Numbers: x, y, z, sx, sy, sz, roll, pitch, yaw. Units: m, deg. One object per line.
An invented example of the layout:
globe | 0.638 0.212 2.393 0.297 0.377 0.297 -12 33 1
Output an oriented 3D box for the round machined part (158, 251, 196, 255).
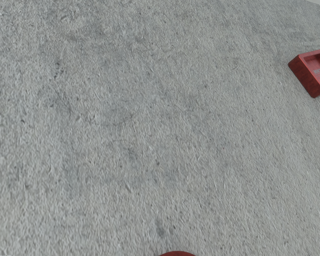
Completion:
round machined part | 0.022 0.171 0.300 0.099 0.042 0.098 14 56 -21

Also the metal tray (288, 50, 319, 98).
metal tray | 0.341 -0.119 0.656 0.131 0.030 0.090 -19 72 -35
